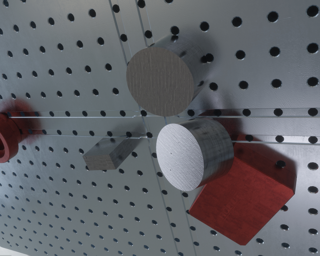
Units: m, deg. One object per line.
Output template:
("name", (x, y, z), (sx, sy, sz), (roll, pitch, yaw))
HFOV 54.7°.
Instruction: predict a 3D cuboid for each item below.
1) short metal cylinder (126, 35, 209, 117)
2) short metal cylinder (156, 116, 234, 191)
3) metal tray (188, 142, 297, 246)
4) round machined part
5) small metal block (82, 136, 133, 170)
("short metal cylinder", (0.009, -0.060, 0.353), (0.080, 0.050, 0.079), (13, 124, 21))
("short metal cylinder", (0.040, 0.029, 0.371), (0.080, 0.050, 0.079), (19, 116, 48))
("metal tray", (0.104, 0.091, 0.409), (0.090, 0.030, 0.129), (30, 128, 9))
("round machined part", (-0.295, 0.012, 0.563), (0.098, 0.042, 0.097), (13, 124, 21))
("small metal block", (-0.076, 0.037, 0.458), (0.050, 0.050, 0.025), (-6, 115, 31))
